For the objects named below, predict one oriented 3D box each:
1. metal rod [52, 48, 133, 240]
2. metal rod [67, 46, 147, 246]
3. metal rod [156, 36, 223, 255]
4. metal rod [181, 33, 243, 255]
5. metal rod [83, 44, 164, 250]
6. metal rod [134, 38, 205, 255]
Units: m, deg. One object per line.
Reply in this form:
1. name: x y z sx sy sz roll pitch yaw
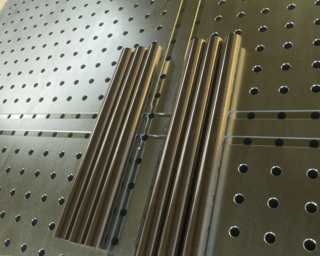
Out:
1. metal rod: -0.087 0.007 0.450 0.025 0.025 0.300 1 62 29
2. metal rod: -0.064 0.008 0.437 0.025 0.025 0.300 1 62 29
3. metal rod: 0.042 0.009 0.381 0.025 0.025 0.300 1 62 29
4. metal rod: 0.066 0.009 0.368 0.025 0.025 0.300 1 62 29
5. metal rod: -0.042 0.008 0.426 0.025 0.025 0.300 1 62 29
6. metal rod: 0.021 0.008 0.393 0.025 0.025 0.300 1 62 29
